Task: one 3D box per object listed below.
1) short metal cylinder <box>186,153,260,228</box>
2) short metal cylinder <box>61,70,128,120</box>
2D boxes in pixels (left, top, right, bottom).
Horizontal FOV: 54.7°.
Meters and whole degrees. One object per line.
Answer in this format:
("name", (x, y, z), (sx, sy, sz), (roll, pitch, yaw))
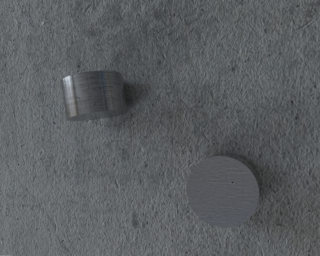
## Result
("short metal cylinder", (0.077, 0.071, 0.368), (0.080, 0.050, 0.080), (0, 90, 20))
("short metal cylinder", (-0.086, -0.041, 0.410), (0.080, 0.080, 0.050), (-10, 87, 20))
